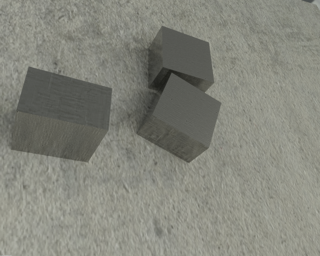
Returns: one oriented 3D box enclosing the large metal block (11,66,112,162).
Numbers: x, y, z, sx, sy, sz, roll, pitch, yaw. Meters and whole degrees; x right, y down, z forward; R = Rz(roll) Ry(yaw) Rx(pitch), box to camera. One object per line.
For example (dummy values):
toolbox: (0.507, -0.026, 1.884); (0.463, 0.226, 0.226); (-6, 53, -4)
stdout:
large metal block: (-0.102, -0.009, 0.320); (0.081, 0.080, 0.050); (13, 56, -22)

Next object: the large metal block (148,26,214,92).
large metal block: (0.029, -0.095, 0.463); (0.081, 0.050, 0.080); (13, 56, -22)

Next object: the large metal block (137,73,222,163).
large metal block: (0.027, -0.013, 0.412); (0.080, 0.050, 0.080); (30, 52, -10)
